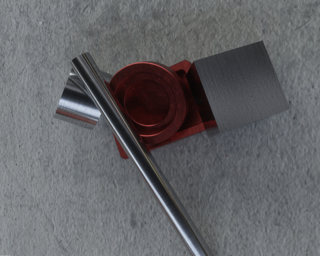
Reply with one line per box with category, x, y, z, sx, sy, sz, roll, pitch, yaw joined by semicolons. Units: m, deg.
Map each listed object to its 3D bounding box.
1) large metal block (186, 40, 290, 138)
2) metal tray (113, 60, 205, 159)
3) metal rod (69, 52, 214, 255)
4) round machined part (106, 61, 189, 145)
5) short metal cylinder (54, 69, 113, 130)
large metal block;0.084;-0.041;0.349;0.081;0.050;0.080;-18;83;-8
metal tray;-0.003;-0.021;0.408;0.130;0.030;0.090;-22;83;18
metal rod;-0.014;0.048;0.368;0.025;0.025;0.299;-29;98;17
round machined part;-0.013;-0.032;0.379;0.098;0.042;0.097;4;106;14
short metal cylinder;-0.101;-0.042;0.408;0.050;0.080;0.080;20;98;-18
